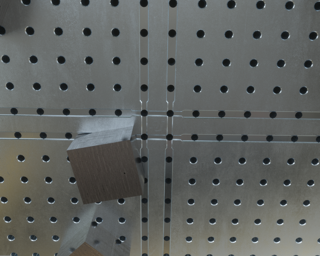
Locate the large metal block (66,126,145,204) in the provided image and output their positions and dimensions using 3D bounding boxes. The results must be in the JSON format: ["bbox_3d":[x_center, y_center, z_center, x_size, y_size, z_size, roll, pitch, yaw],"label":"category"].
[{"bbox_3d":[-0.069,0.049,0.418,0.080,0.050,0.080,-10,110,3],"label":"large metal block"}]

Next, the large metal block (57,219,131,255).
[{"bbox_3d":[-0.104,0.202,0.474,0.080,0.050,0.080,43,104,-14],"label":"large metal block"}]

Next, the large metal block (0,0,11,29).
[{"bbox_3d":[-0.203,-0.143,0.330,0.050,0.080,0.080,28,108,-10],"label":"large metal block"}]
